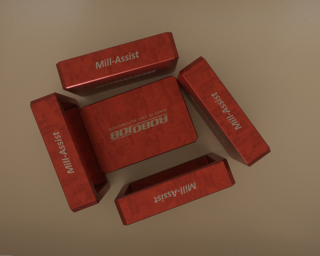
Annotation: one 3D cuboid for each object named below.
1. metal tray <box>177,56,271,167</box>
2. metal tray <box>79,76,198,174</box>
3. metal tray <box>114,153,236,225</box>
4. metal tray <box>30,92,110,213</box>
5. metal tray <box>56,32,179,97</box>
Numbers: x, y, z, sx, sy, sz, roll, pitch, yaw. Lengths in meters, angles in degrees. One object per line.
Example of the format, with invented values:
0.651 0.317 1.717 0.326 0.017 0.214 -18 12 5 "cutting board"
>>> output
0.072 -0.019 0.378 0.030 0.090 0.130 -36 90 1 "metal tray"
-0.027 -0.004 0.406 0.131 0.030 0.090 -20 90 -1 "metal tray"
0.016 0.069 0.377 0.131 0.090 0.030 -20 90 -1 "metal tray"
-0.104 0.026 0.375 0.030 0.090 0.129 -21 90 0 "metal tray"
-0.046 -0.073 0.376 0.131 0.090 0.030 -16 90 -1 "metal tray"
